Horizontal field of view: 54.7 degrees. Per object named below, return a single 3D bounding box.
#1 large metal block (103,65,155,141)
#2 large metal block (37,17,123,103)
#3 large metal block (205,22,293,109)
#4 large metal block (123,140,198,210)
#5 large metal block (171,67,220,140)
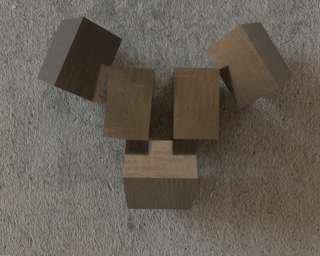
[{"bbox_3d":[-0.035,-0.028,0.383,0.050,0.080,0.079,5,90,0],"label":"large metal block"},{"bbox_3d":[-0.099,-0.082,0.373,0.050,0.080,0.080,23,90,-36],"label":"large metal block"},{"bbox_3d":[0.111,-0.079,0.379,0.050,0.080,0.080,-31,90,37],"label":"large metal block"},{"bbox_3d":[0.000,0.059,0.378,0.081,0.080,0.050,1,51,0],"label":"large metal block"},{"bbox_3d":[0.041,-0.028,0.384,0.050,0.080,0.079,1,90,0],"label":"large metal block"}]
